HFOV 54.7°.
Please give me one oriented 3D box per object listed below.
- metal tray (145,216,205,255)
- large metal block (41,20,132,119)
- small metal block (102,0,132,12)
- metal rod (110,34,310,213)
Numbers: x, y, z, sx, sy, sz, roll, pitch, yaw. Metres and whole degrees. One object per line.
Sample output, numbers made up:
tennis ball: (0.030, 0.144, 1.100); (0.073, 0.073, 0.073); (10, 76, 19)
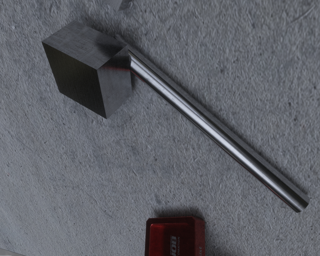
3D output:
metal tray: (0.021, 0.201, 0.460); (0.090, 0.130, 0.030); (-13, 153, 33)
large metal block: (-0.083, -0.069, 0.370); (0.080, 0.050, 0.080); (29, 147, 20)
small metal block: (-0.050, -0.163, 0.332); (0.050, 0.025, 0.050); (37, 129, 3)
metal rod: (0.057, -0.005, 0.373); (0.300, 0.025, 0.025); (41, 129, 0)
